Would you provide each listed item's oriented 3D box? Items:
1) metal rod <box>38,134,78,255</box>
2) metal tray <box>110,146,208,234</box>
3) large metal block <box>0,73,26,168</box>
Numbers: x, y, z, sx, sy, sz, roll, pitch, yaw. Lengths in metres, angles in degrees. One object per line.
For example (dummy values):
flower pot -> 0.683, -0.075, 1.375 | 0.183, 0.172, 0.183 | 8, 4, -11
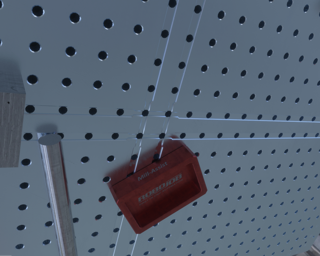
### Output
metal rod -> -0.131, 0.141, 0.427 | 0.025, 0.025, 0.298 | -11, 124, -23
metal tray -> 0.002, 0.094, 0.469 | 0.131, 0.030, 0.090 | -29, 129, -10
large metal block -> -0.177, -0.009, 0.293 | 0.081, 0.050, 0.079 | 2, 117, -30
